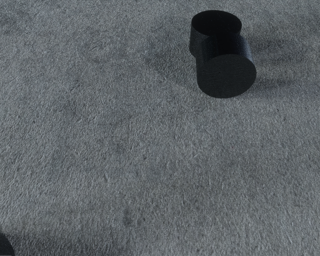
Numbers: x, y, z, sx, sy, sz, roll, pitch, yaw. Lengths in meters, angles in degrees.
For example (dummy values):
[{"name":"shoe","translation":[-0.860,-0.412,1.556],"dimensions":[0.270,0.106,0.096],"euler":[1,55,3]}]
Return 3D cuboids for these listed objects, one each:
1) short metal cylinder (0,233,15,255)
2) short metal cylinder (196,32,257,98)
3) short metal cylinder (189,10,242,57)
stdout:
[{"name":"short metal cylinder","translation":[-0.183,0.124,0.281],"dimensions":[0.080,0.050,0.080],"euler":[0,50,0]},{"name":"short metal cylinder","translation":[0.092,-0.088,0.442],"dimensions":[0.080,0.080,0.050],"euler":[1,50,1]},{"name":"short metal cylinder","translation":[0.091,-0.153,0.516],"dimensions":[0.080,0.050,0.080],"euler":[0,50,0]}]
